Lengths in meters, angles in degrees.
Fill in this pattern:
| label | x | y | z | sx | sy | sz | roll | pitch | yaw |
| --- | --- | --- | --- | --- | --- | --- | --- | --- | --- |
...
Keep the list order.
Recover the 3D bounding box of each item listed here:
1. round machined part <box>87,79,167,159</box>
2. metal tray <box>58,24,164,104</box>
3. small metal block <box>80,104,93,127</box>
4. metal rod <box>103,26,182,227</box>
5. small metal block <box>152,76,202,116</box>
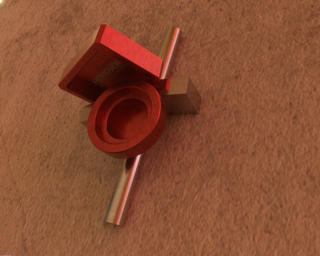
| label | x | y | z | sx | sy | sz | roll | pitch | yaw |
| --- | --- | --- | --- | --- | --- | --- | --- | --- | --- |
| round machined part | -0.036 | -0.008 | 0.381 | 0.098 | 0.042 | 0.098 | -11 | 61 | 20 |
| metal tray | -0.069 | -0.071 | 0.412 | 0.130 | 0.090 | 0.030 | -26 | 45 | 50 |
| small metal block | -0.075 | -0.013 | 0.435 | 0.050 | 0.050 | 0.025 | -18 | 55 | 18 |
| metal rod | -0.016 | -0.018 | 0.424 | 0.025 | 0.025 | 0.300 | 2 | 63 | 29 |
| small metal block | 0.021 | -0.040 | 0.401 | 0.050 | 0.050 | 0.025 | -1 | 61 | 27 |
